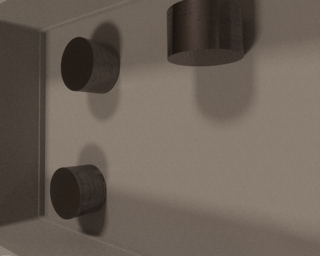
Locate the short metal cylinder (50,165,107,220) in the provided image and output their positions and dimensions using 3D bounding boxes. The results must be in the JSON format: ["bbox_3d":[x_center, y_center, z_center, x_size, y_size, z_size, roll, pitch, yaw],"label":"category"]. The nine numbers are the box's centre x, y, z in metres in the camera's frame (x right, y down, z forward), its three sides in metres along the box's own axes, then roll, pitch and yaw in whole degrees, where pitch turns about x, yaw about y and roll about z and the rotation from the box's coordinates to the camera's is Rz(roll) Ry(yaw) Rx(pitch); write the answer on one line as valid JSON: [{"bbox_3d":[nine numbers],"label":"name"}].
[{"bbox_3d":[-0.132,0.101,0.496,0.080,0.050,0.079,0,90,39],"label":"short metal cylinder"}]

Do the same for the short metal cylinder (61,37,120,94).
[{"bbox_3d":[-0.108,-0.094,0.477,0.080,0.050,0.079,0,90,39],"label":"short metal cylinder"}]

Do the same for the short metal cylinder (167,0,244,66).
[{"bbox_3d":[0.048,-0.099,0.330,0.080,0.081,0.050,-1,89,39],"label":"short metal cylinder"}]
